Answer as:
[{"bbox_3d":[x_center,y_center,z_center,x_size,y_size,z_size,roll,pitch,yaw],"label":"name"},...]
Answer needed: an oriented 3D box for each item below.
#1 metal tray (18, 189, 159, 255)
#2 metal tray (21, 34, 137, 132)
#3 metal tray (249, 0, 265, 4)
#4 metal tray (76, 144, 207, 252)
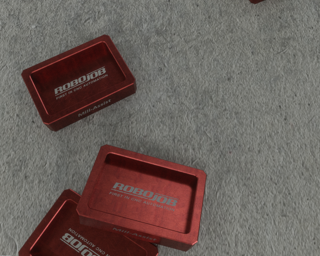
[{"bbox_3d":[-0.078,0.141,0.352,0.130,0.030,0.090,31,73,10],"label":"metal tray"},{"bbox_3d":[-0.110,-0.064,0.427,0.131,0.030,0.090,-27,72,-10],"label":"metal tray"},{"bbox_3d":[0.160,-0.273,0.506,0.091,0.030,0.130,-24,72,-9],"label":"metal tray"},{"bbox_3d":[-0.018,0.078,0.356,0.131,0.030,0.090,15,53,-1],"label":"metal tray"}]
